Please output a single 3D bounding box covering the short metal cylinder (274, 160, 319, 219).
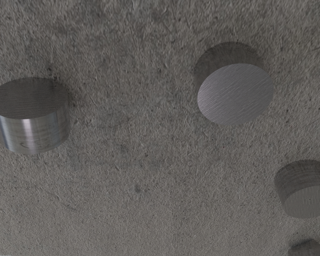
[{"bbox_3d":[0.222,0.094,0.473,0.081,0.050,0.079,0,130,0],"label":"short metal cylinder"}]

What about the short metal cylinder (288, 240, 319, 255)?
[{"bbox_3d":[0.294,0.265,0.600,0.050,0.080,0.080,-37,121,27],"label":"short metal cylinder"}]

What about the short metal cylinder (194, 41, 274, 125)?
[{"bbox_3d":[0.080,-0.049,0.349,0.081,0.050,0.079,0,130,0],"label":"short metal cylinder"}]

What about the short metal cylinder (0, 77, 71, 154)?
[{"bbox_3d":[-0.146,-0.016,0.356,0.081,0.080,0.050,5,130,-4],"label":"short metal cylinder"}]
